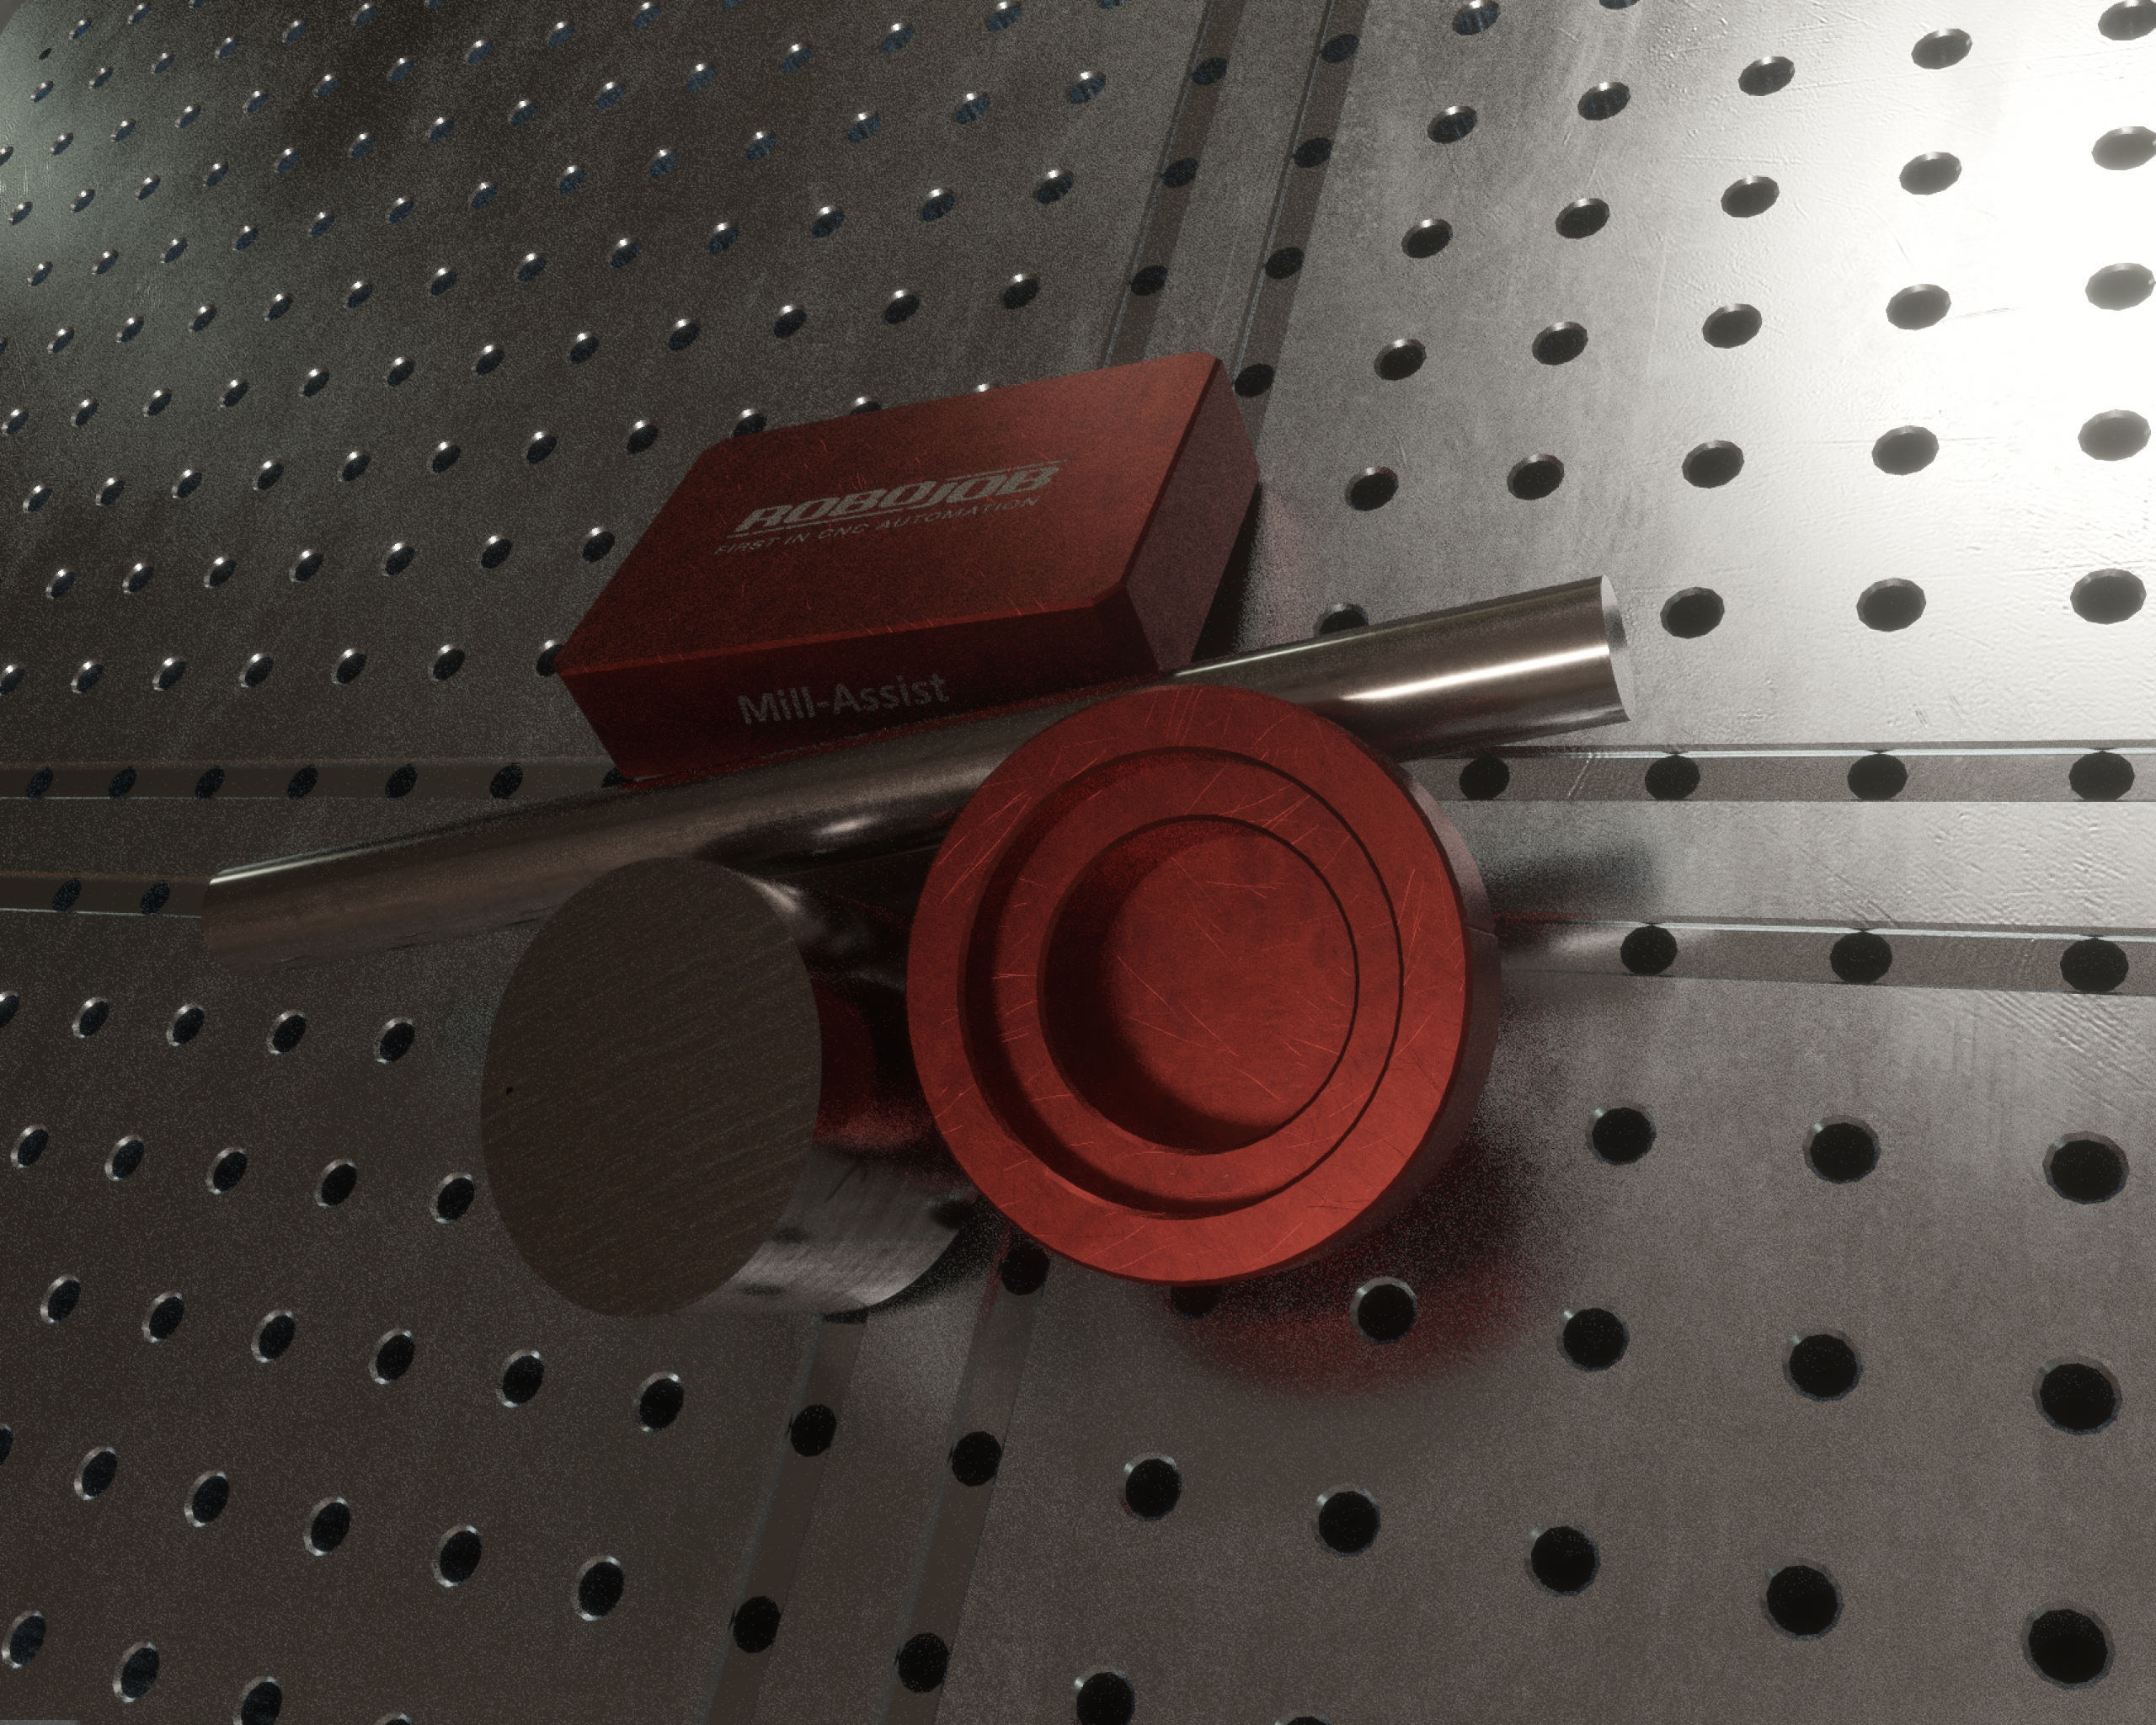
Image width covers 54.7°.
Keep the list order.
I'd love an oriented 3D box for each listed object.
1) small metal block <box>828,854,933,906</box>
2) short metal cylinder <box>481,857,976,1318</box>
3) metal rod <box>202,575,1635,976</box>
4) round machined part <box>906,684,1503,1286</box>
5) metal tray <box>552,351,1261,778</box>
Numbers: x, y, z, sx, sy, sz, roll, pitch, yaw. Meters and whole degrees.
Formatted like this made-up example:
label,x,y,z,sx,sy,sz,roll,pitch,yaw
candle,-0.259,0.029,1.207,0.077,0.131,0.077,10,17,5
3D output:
label,x,y,z,sx,sy,sz,roll,pitch,yaw
small metal block,-0.037,0.012,0.430,0.050,0.025,0.050,20,72,35
short metal cylinder,-0.062,0.042,0.382,0.080,0.050,0.080,-7,76,32
metal rod,-0.047,-0.011,0.405,0.301,0.025,0.025,-10,58,22
round machined part,0.024,0.021,0.356,0.098,0.042,0.097,-3,82,24
metal tray,-0.035,-0.063,0.442,0.130,0.030,0.090,-4,41,25
